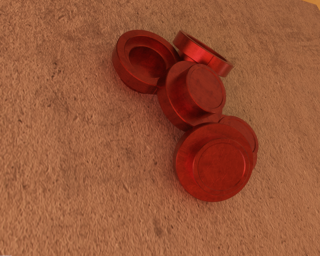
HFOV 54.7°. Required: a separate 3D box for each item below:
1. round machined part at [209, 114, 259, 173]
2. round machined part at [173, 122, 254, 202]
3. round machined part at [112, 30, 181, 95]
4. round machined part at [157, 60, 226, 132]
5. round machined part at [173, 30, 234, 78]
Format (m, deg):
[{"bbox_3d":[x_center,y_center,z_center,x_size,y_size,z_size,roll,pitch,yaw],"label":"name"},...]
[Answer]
[{"bbox_3d":[0.098,0.021,0.436,0.099,0.042,0.098,14,56,-21],"label":"round machined part"},{"bbox_3d":[0.068,0.043,0.374,0.099,0.042,0.097,-1,95,-9],"label":"round machined part"},{"bbox_3d":[-0.021,-0.087,0.438,0.099,0.042,0.098,14,56,-21],"label":"round machined part"},{"bbox_3d":[0.048,-0.045,0.407,0.099,0.042,0.098,14,64,-32],"label":"round machined part"},{"bbox_3d":[0.060,-0.105,0.475,0.098,0.042,0.098,29,21,-12],"label":"round machined part"}]
